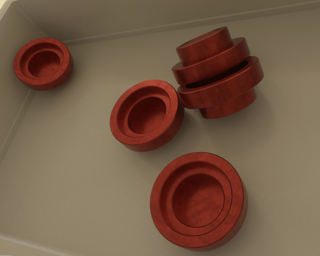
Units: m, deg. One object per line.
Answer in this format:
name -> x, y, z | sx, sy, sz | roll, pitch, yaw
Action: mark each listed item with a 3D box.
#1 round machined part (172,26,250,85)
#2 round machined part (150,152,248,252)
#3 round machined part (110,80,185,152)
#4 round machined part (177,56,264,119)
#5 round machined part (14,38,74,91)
round machined part -> 0.059, -0.095, 0.390 | 0.098, 0.042, 0.098 | -23, 17, 8
round machined part -> 0.043, 0.078, 0.325 | 0.098, 0.042, 0.098 | -13, 56, 21
round machined part -> -0.013, -0.012, 0.409 | 0.098, 0.042, 0.098 | -13, 56, 21
round machined part -> 0.073, -0.044, 0.363 | 0.098, 0.042, 0.098 | -23, 17, 8
round machined part -> -0.203, -0.109, 0.554 | 0.099, 0.042, 0.098 | -1, 69, 2
